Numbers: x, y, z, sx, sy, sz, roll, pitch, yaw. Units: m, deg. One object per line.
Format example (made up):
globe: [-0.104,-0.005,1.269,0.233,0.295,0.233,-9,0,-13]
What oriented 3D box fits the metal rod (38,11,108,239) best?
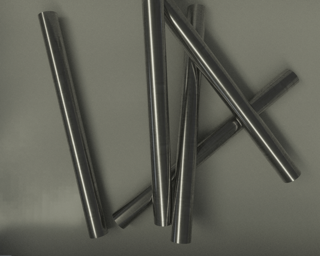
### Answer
metal rod: [-0.115,-0.004,0.410,0.025,0.025,0.298,-13,90,0]

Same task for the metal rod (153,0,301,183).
metal rod: [0.076,-0.056,0.381,0.025,0.025,0.300,-38,95,0]

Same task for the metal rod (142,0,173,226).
metal rod: [-0.002,-0.028,0.367,0.025,0.025,0.298,-3,100,0]

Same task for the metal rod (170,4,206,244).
metal rod: [0.037,-0.011,0.393,0.025,0.025,0.298,5,83,0]

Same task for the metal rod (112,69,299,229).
metal rod: [0.060,0.027,0.411,0.300,0.025,0.025,-40,90,0]
